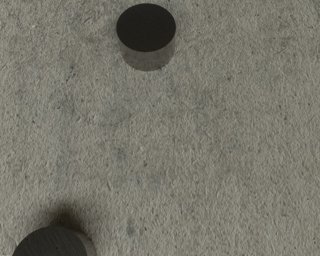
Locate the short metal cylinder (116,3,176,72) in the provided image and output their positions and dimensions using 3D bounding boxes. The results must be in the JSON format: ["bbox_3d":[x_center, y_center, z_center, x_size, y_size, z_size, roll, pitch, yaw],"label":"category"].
[{"bbox_3d":[-0.019,-0.128,0.441,0.081,0.050,0.080,0,70,0],"label":"short metal cylinder"}]

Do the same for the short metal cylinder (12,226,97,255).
[{"bbox_3d":[-0.114,0.150,0.339,0.081,0.050,0.080,0,70,0],"label":"short metal cylinder"}]
